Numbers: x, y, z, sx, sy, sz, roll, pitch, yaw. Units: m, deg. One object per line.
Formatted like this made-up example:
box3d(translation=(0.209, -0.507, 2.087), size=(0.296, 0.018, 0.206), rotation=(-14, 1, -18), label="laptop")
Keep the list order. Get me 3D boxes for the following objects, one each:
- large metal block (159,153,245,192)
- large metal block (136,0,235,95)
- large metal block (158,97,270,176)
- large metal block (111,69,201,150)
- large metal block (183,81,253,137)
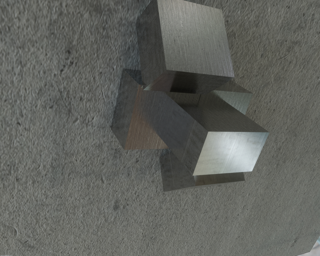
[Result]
box3d(translation=(0.056, 0.057, 0.432), size=(0.081, 0.080, 0.050), rotation=(0, 75, -29), label="large metal block")
box3d(translation=(0.025, -0.084, 0.328), size=(0.081, 0.050, 0.080), rotation=(1, 74, -29), label="large metal block")
box3d(translation=(0.056, 0.007, 0.345), size=(0.081, 0.080, 0.050), rotation=(1, 118, -29), label="large metal block")
box3d(translation=(-0.007, -0.022, 0.374), size=(0.081, 0.050, 0.079), rotation=(1, 118, -29), label="large metal block")
box3d(translation=(0.065, -0.022, 0.414), size=(0.081, 0.050, 0.079), rotation=(1, 118, -29), label="large metal block")
